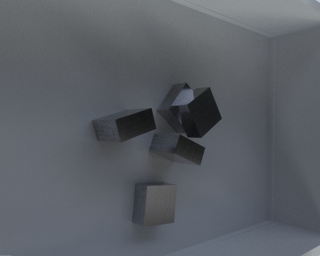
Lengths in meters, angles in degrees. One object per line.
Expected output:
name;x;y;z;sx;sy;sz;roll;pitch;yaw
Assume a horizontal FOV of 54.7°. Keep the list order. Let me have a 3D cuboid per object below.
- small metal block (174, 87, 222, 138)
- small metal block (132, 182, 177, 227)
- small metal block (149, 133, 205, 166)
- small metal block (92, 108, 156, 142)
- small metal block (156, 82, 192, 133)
small metal block;0.052;-0.021;0.420;0.050;0.025;0.050;-39;114;-33
small metal block;-0.007;0.098;0.403;0.050;0.025;0.050;7;86;-40
small metal block;0.022;0.028;0.411;0.050;0.050;0.025;28;73;-37
small metal block;-0.041;-0.004;0.357;0.050;0.050;0.025;-21;104;-38
small metal block;0.030;-0.027;0.434;0.050;0.025;0.050;48;62;-30
